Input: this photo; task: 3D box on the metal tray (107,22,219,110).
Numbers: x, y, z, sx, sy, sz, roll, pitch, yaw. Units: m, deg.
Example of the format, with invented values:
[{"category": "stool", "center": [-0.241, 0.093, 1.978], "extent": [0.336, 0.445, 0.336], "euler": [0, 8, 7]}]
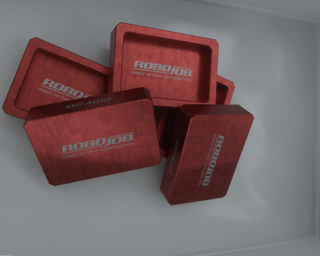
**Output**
[{"category": "metal tray", "center": [0.005, -0.069, 0.377], "extent": [0.131, 0.030, 0.089], "euler": [4, 89, -20]}]

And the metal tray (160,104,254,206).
[{"category": "metal tray", "center": [0.057, 0.034, 0.394], "extent": [0.091, 0.030, 0.129], "euler": [-2, 119, -26]}]

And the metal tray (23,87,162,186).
[{"category": "metal tray", "center": [-0.069, 0.011, 0.345], "extent": [0.131, 0.030, 0.089], "euler": [-11, 124, -5]}]

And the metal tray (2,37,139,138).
[{"category": "metal tray", "center": [-0.102, -0.038, 0.367], "extent": [0.131, 0.030, 0.090], "euler": [21, 83, -19]}]

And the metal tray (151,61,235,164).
[{"category": "metal tray", "center": [0.041, -0.016, 0.422], "extent": [0.091, 0.030, 0.129], "euler": [21, 83, -19]}]
